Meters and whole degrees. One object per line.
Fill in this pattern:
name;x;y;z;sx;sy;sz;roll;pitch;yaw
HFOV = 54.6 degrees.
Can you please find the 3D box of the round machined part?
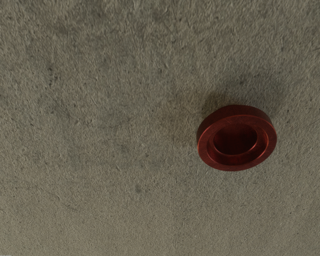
round machined part;0.097;0.009;0.404;0.099;0.042;0.097;0;130;0
